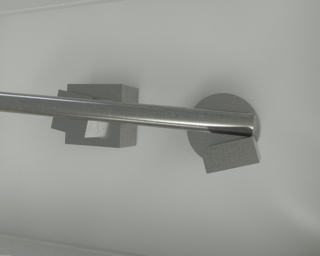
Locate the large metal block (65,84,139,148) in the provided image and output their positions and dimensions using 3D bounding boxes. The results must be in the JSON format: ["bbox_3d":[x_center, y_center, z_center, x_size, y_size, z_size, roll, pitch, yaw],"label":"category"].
[{"bbox_3d":[-0.078,-0.017,0.420,0.080,0.050,0.079,3,91,19],"label":"large metal block"}]

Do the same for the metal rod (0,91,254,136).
[{"bbox_3d":[-0.051,-0.018,0.351,0.301,0.025,0.025,6,92,11],"label":"metal rod"}]

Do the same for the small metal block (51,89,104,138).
[{"bbox_3d":[-0.104,-0.018,0.391,0.050,0.025,0.050,14,94,19],"label":"small metal block"}]

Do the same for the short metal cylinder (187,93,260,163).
[{"bbox_3d":[0.077,0.001,0.368,0.080,0.050,0.079,0,90,19],"label":"short metal cylinder"}]

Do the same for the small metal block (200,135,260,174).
[{"bbox_3d":[0.073,0.026,0.315,0.050,0.050,0.025,-15,85,19],"label":"small metal block"}]
